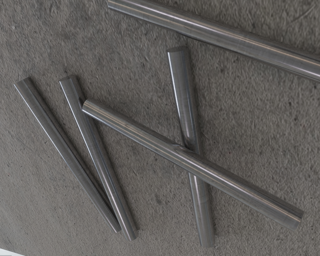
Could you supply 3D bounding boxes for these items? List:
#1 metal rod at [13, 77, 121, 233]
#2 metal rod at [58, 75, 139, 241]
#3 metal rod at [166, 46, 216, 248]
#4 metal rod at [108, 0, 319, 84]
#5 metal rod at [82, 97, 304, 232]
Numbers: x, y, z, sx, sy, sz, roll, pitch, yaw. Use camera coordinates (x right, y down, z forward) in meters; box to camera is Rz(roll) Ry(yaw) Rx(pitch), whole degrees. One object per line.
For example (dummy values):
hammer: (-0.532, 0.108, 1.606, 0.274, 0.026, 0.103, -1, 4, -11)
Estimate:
metal rod: (-0.144, 0.054, 0.516, 0.025, 0.025, 0.299, -17, 110, 35)
metal rod: (-0.090, 0.061, 0.491, 0.025, 0.025, 0.298, -3, 117, 29)
metal rod: (0.046, 0.043, 0.409, 0.025, 0.025, 0.298, 3, 120, 27)
metal rod: (0.083, -0.085, 0.310, 0.301, 0.025, 0.025, 24, 127, 13)
metal rod: (0.023, 0.033, 0.382, 0.300, 0.025, 0.025, 28, 128, 22)
